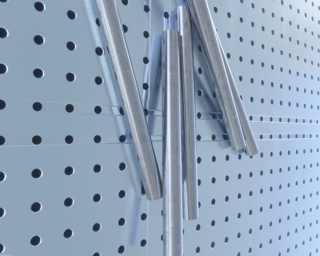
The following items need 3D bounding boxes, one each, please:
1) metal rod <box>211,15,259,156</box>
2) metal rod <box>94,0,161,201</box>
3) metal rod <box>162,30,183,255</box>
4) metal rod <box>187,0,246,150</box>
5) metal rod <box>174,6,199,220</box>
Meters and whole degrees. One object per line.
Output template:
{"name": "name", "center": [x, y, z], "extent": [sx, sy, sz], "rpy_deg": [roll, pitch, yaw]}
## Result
{"name": "metal rod", "center": [0.103, -0.084, 0.497], "extent": [0.025, 0.025, 0.299], "rpy_deg": [-39, 114, -33]}
{"name": "metal rod", "center": [-0.040, -0.052, 0.376], "extent": [0.025, 0.025, 0.298], "rpy_deg": [-23, 105, -38]}
{"name": "metal rod", "center": [0.015, 0.019, 0.402], "extent": [0.025, 0.025, 0.298], "rpy_deg": [7, 79, -40]}
{"name": "metal rod", "center": [0.082, -0.094, 0.459], "extent": [0.025, 0.025, 0.299], "rpy_deg": [-41, 122, -33]}
{"name": "metal rod", "center": [0.038, -0.020, 0.443], "extent": [0.025, 0.025, 0.298], "rpy_deg": [-4, 93, -40]}
